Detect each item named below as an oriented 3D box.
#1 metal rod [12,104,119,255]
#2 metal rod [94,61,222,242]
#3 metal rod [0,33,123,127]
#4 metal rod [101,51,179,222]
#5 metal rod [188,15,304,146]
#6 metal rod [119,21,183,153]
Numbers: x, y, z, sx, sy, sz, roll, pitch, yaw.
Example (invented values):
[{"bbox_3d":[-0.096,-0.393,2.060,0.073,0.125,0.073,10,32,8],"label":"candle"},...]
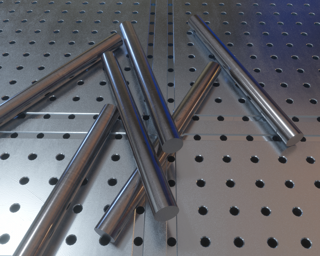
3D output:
[{"bbox_3d":[-0.112,0.085,0.335,0.025,0.025,0.301,14,51,11],"label":"metal rod"},{"bbox_3d":[0.014,0.008,0.401,0.025,0.025,0.301,22,53,18],"label":"metal rod"},{"bbox_3d":[-0.168,-0.063,0.460,0.025,0.025,0.301,32,57,24],"label":"metal rod"},{"bbox_3d":[-0.038,-0.016,0.398,0.025,0.025,0.300,-14,44,-11],"label":"metal rod"},{"bbox_3d":[0.118,-0.092,0.485,0.025,0.025,0.300,-17,52,-13],"label":"metal rod"},{"bbox_3d":[-0.023,-0.081,0.456,0.025,0.025,0.300,-11,45,-9],"label":"metal rod"}]
